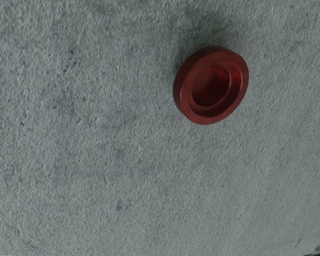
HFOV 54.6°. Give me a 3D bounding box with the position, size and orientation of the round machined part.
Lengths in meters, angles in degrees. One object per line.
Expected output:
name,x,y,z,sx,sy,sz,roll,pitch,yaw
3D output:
round machined part,0.060,-0.057,0.393,0.099,0.042,0.097,-14,124,-21
